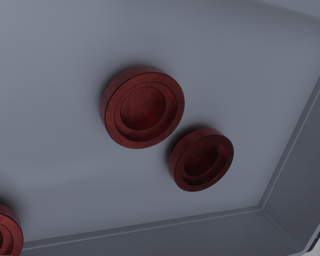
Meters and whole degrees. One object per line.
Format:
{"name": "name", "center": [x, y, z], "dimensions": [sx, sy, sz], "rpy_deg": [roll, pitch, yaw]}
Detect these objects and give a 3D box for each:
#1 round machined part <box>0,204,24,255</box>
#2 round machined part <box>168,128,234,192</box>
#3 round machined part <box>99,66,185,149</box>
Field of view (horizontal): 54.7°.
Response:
{"name": "round machined part", "center": [-0.211, 0.126, 0.353], "dimensions": [0.099, 0.042, 0.097], "rpy_deg": [-11, 114, -26]}
{"name": "round machined part", "center": [0.055, 0.042, 0.454], "dimensions": [0.099, 0.042, 0.097], "rpy_deg": [-14, 124, -21]}
{"name": "round machined part", "center": [-0.024, -0.027, 0.368], "dimensions": [0.099, 0.042, 0.097], "rpy_deg": [-14, 124, -21]}
